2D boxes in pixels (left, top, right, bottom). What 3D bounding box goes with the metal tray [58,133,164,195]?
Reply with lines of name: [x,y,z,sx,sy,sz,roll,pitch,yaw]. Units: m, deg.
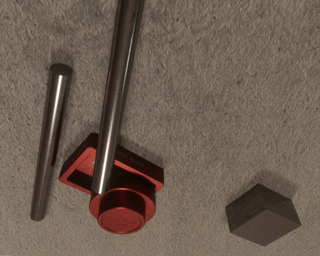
metal tray: [-0.070,0.070,0.462,0.131,0.030,0.090,31,123,-24]

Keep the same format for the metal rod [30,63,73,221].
metal rod: [-0.160,0.041,0.439,0.025,0.025,0.298,15,129,-13]

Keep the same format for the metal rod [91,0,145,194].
metal rod: [-0.049,-0.040,0.348,0.025,0.025,0.298,10,122,-9]

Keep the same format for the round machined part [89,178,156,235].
round machined part: [-0.056,0.121,0.459,0.099,0.042,0.097,-1,130,0]

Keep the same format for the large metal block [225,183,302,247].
large metal block: [0.170,0.148,0.519,0.080,0.050,0.080,27,125,-22]
